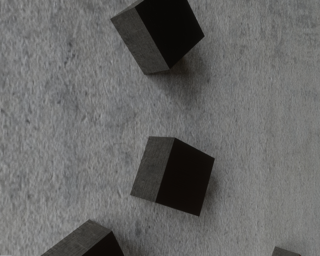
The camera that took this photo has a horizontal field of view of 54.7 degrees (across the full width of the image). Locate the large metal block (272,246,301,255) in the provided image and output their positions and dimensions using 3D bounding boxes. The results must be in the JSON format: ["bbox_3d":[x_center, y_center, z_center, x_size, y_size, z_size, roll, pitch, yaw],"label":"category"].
[{"bbox_3d":[0.252,0.292,0.604,0.080,0.050,0.080,45,63,-31],"label":"large metal block"}]

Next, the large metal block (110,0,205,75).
[{"bbox_3d":[0.000,-0.126,0.390,0.080,0.050,0.080,-48,119,-30],"label":"large metal block"}]

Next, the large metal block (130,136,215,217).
[{"bbox_3d":[0.018,0.063,0.406,0.080,0.050,0.080,28,72,-37],"label":"large metal block"}]

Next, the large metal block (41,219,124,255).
[{"bbox_3d":[-0.079,0.158,0.324,0.081,0.050,0.080,-33,111,-35],"label":"large metal block"}]
